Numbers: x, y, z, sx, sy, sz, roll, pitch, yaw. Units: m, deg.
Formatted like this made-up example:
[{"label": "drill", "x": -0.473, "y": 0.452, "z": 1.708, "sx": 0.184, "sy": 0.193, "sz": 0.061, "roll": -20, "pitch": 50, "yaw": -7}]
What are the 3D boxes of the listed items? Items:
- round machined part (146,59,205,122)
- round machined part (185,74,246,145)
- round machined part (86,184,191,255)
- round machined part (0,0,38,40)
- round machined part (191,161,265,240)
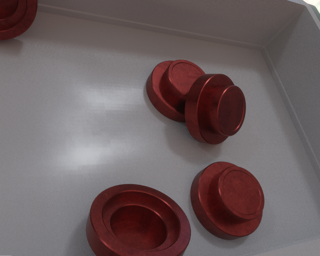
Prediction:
[{"label": "round machined part", "x": 0.033, "y": -0.060, "z": 0.451, "sx": 0.099, "sy": 0.042, "sz": 0.098, "roll": 14, "pitch": 56, "yaw": -21}, {"label": "round machined part", "x": 0.082, "y": -0.025, "z": 0.424, "sx": 0.099, "sy": 0.042, "sz": 0.097, "roll": -10, "pitch": 104, "yaw": -44}, {"label": "round machined part", "x": -0.023, "y": 0.103, "z": 0.303, "sx": 0.099, "sy": 0.042, "sz": 0.098, "roll": 15, "pitch": 26, "yaw": -8}, {"label": "round machined part", "x": -0.193, "y": -0.155, "z": 0.356, "sx": 0.099, "sy": 0.097, "sz": 0.042, "roll": 9, "pitch": 34, "yaw": -24}, {"label": "round machined part", "x": 0.092, "y": 0.087, "z": 0.393, "sx": 0.099, "sy": 0.042, "sz": 0.098, "roll": 14, "pitch": 56, "yaw": -21}]
